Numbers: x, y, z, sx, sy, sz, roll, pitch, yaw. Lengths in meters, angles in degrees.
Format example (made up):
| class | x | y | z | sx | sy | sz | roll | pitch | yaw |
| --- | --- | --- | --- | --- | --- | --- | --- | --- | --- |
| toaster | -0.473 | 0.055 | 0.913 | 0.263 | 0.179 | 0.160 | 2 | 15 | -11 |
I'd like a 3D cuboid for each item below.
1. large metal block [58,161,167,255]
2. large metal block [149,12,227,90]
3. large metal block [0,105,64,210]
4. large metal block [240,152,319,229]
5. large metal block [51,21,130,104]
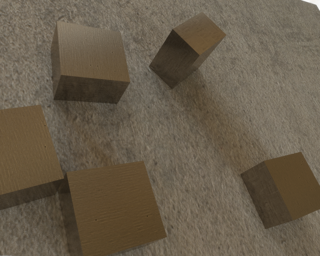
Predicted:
| class | x | y | z | sx | sy | sz | roll | pitch | yaw |
| --- | --- | --- | --- | --- | --- | --- | --- | --- | --- |
| large metal block | -0.050 | 0.084 | 0.310 | 0.081 | 0.050 | 0.080 | -5 | 64 | -31 |
| large metal block | 0.041 | -0.115 | 0.463 | 0.050 | 0.080 | 0.080 | 45 | 51 | 3 |
| large metal block | -0.146 | 0.030 | 0.291 | 0.081 | 0.050 | 0.080 | -12 | 68 | -33 |
| large metal block | 0.173 | 0.085 | 0.432 | 0.081 | 0.050 | 0.080 | -7 | 66 | -32 |
| large metal block | -0.090 | -0.080 | 0.389 | 0.081 | 0.050 | 0.080 | 2 | 61 | -28 |
